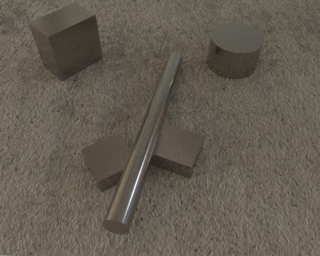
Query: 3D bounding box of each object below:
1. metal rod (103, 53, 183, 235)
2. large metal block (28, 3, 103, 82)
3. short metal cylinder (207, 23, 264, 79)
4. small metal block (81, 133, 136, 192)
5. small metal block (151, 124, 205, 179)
[{"bbox_3d":[-0.008,-0.010,0.388,0.025,0.025,0.300,10,44,8],"label":"metal rod"},{"bbox_3d":[-0.141,-0.132,0.477,0.050,0.080,0.080,37,59,26],"label":"large metal block"},{"bbox_3d":[0.118,-0.123,0.492,0.081,0.050,0.080,0,50,0],"label":"short metal cylinder"},{"bbox_3d":[-0.059,0.040,0.369,0.050,0.025,0.050,-24,54,-19],"label":"small metal block"},{"bbox_3d":[0.022,0.028,0.380,0.050,0.025,0.050,18,52,14],"label":"small metal block"}]
